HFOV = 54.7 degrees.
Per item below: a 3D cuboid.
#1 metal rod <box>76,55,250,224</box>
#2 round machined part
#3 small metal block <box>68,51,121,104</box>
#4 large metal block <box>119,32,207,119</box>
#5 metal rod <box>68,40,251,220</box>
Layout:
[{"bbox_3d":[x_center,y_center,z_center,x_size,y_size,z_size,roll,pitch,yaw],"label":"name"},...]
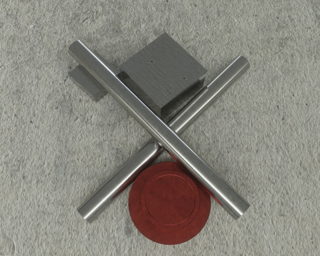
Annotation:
[{"bbox_3d":[0.014,0.005,0.409,0.025,0.025,0.301,43,75,13],"label":"metal rod"},{"bbox_3d":[0.012,0.087,0.368,0.099,0.042,0.098,0,70,-1],"label":"round machined part"},{"bbox_3d":[-0.090,-0.071,0.435,0.050,0.025,0.050,41,75,13],"label":"small metal block"},{"bbox_3d":[0.004,-0.069,0.422,0.080,0.050,0.080,-40,75,-14],"label":"large metal block"},{"bbox_3d":[-0.011,-0.007,0.385,0.025,0.025,0.300,-42,76,-14],"label":"metal rod"}]
